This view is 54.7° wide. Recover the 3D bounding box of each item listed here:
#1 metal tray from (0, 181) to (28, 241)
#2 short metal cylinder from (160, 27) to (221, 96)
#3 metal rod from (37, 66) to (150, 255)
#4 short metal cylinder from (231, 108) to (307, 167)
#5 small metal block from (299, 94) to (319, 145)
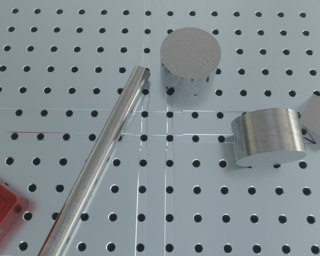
[{"bbox_3d":[-0.236,0.116,0.364,0.090,0.030,0.130,31,73,10],"label":"metal tray"},{"bbox_3d":[0.041,-0.092,0.432,0.081,0.050,0.080,0,70,0],"label":"short metal cylinder"},{"bbox_3d":[-0.083,0.049,0.392,0.025,0.025,0.300,22,71,7],"label":"metal rod"},{"bbox_3d":[0.131,0.014,0.378,0.081,0.080,0.050,-3,70,-1],"label":"short metal cylinder"},{"bbox_3d":[0.214,-0.010,0.417,0.050,0.025,0.050,31,73,10],"label":"small metal block"}]
